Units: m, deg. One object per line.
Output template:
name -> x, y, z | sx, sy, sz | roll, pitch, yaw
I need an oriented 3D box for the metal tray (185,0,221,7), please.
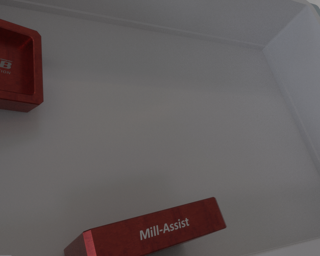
metal tray -> 0.063, -0.306, 0.625 | 0.091, 0.030, 0.130 | -25, 75, -37

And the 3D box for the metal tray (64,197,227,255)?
metal tray -> -0.015, 0.104, 0.292 | 0.131, 0.090, 0.030 | -6, 65, -31

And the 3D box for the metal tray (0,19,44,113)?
metal tray -> -0.186, -0.069, 0.306 | 0.131, 0.030, 0.090 | 8, 69, -47
